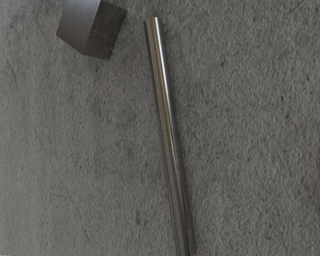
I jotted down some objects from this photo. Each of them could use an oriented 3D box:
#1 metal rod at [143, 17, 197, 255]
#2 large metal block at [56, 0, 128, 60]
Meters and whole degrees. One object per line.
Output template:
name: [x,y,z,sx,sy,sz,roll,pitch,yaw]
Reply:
metal rod: [0.011,0.006,0.393,0.025,0.025,0.298,-13,82,39]
large metal block: [-0.106,-0.160,0.474,0.080,0.050,0.079,38,113,33]
